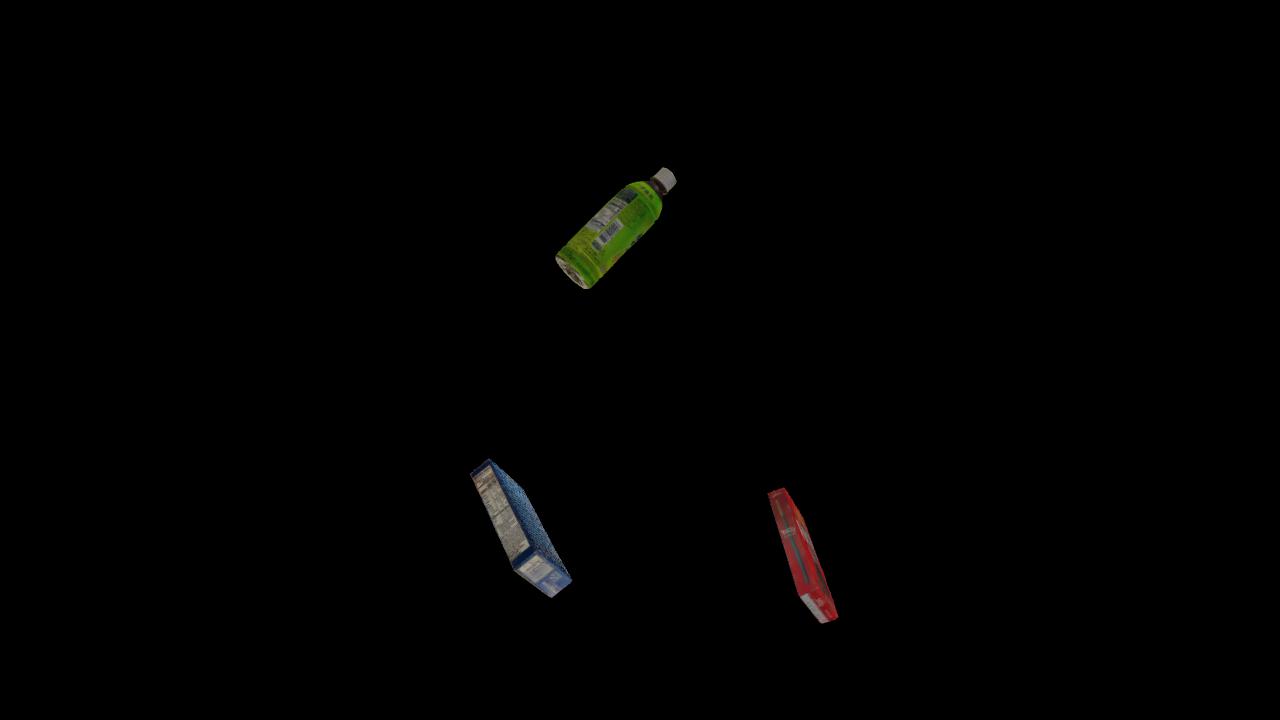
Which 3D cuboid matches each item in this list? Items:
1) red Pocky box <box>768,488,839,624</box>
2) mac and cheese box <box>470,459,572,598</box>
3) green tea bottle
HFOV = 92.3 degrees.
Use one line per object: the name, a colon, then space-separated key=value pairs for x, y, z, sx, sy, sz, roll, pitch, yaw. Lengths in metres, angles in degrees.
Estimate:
red Pocky box: x=0.208 y=0.248 z=0.795 sx=0.028 sy=0.083 sz=0.155 roll=-27 pitch=37 yaw=15
mac and cheese box: x=-0.161 y=0.219 z=0.816 sx=0.184 sy=0.041 sz=0.093 roll=45 pitch=-8 yaw=47
green tea bottle: x=-0.027 y=-0.198 z=0.894 sx=0.073 sy=0.212 sz=0.073 roll=43 pitch=-7 yaw=7
